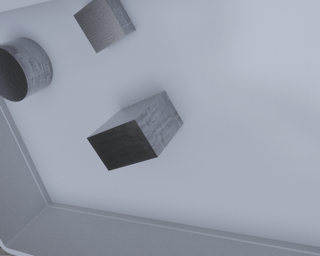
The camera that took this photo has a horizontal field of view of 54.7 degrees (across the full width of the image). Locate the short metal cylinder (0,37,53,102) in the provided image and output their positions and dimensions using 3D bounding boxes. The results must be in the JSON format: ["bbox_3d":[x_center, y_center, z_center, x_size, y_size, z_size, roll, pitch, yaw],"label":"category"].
[{"bbox_3d":[-0.203,-0.084,0.445,0.080,0.050,0.079,13,124,20],"label":"short metal cylinder"}]

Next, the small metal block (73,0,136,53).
[{"bbox_3d":[-0.065,-0.124,0.365,0.050,0.025,0.050,-20,108,35],"label":"small metal block"}]

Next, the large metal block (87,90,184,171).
[{"bbox_3d":[-0.029,0.003,0.389,0.080,0.080,0.050,-19,108,35],"label":"large metal block"}]
